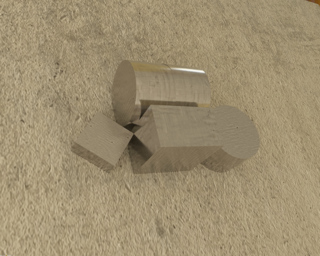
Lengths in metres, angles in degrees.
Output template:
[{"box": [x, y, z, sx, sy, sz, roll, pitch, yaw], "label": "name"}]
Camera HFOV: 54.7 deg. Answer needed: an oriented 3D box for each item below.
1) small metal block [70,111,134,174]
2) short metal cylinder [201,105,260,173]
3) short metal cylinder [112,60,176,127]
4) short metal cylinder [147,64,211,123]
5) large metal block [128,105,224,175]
[{"box": [-0.066, 0.017, 0.360, 0.050, 0.025, 0.050, 33, 51, -7], "label": "small metal block"}, {"box": [0.088, 0.015, 0.427, 0.081, 0.050, 0.080, 14, 56, -21], "label": "short metal cylinder"}, {"box": [-0.022, -0.041, 0.384, 0.050, 0.080, 0.080, 1, 62, -28], "label": "short metal cylinder"}, {"box": [0.022, -0.042, 0.408, 0.050, 0.080, 0.080, 1, 62, -28], "label": "short metal cylinder"}, {"box": [0.014, 0.016, 0.369, 0.081, 0.080, 0.050, 1, 62, -28], "label": "large metal block"}]
